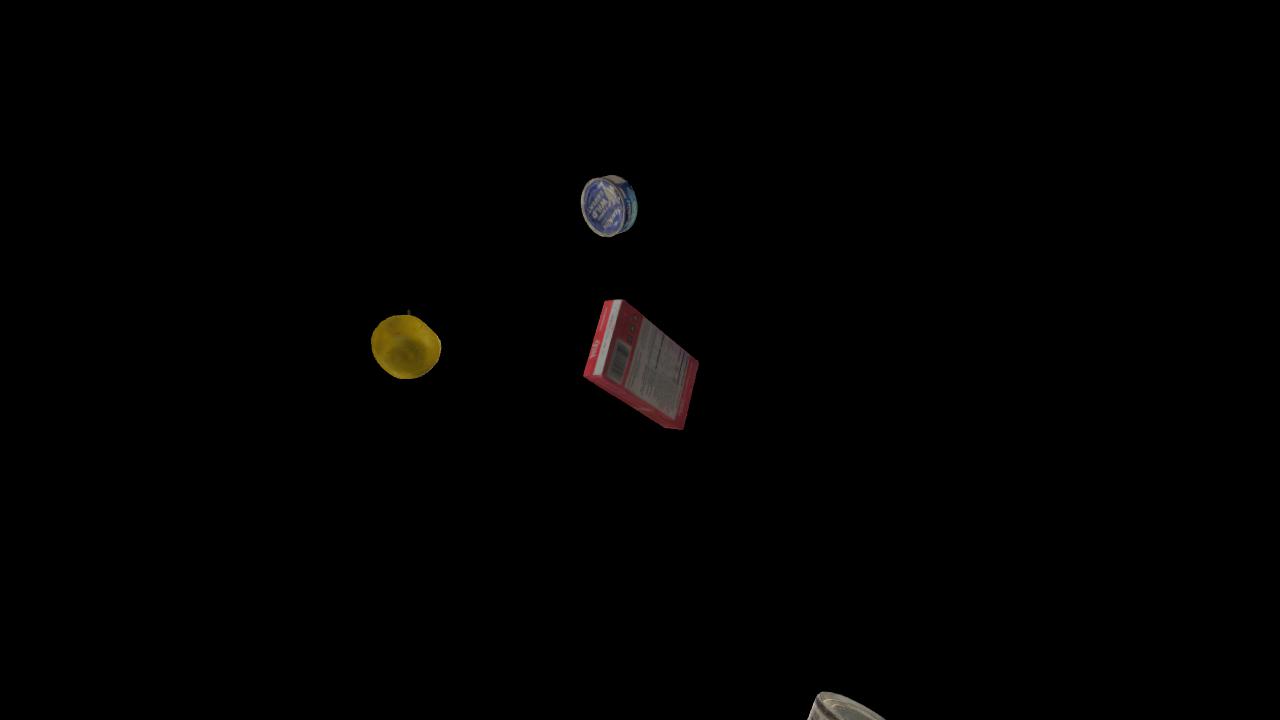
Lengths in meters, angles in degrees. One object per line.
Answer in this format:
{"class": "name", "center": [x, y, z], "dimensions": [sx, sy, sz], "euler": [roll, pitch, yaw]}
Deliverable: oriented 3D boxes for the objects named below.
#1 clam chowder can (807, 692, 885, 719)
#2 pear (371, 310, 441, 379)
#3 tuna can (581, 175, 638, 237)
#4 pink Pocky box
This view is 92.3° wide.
{"class": "clam chowder can", "center": [0.136, 0.297, 0.426], "dimensions": [0.068, 0.102, 0.068], "euler": [22, -5, 2]}
{"class": "pear", "center": [-0.282, -0.024, 0.749], "dimensions": [0.080, 0.080, 0.111], "euler": [0, 22, -13]}
{"class": "tuna can", "center": [-0.044, -0.221, 0.882], "dimensions": [0.084, 0.084, 0.034], "euler": [0, 21, 43]}
{"class": "pink Pocky box", "center": [0.006, 0.009, 0.643], "dimensions": [0.029, 0.084, 0.155], "euler": [0, -24, 37]}
